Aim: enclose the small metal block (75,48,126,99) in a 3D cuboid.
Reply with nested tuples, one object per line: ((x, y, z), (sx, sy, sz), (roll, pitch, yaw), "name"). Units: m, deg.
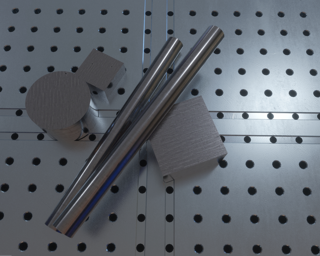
((-0.084, -0.077, 0.439), (0.050, 0.025, 0.050), (28, 72, 9), "small metal block")

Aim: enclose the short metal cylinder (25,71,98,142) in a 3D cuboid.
((-0.126, -0.027, 0.407), (0.081, 0.050, 0.080), (0, 70, 0), "short metal cylinder")

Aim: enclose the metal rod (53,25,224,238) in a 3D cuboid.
((-0.014, -0.009, 0.361), (0.025, 0.025, 0.300), (34, 73, 11), "metal rod")

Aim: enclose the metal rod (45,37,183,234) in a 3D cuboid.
((-0.051, -0.003, 0.412), (0.025, 0.025, 0.300), (28, 72, 10), "metal rod")

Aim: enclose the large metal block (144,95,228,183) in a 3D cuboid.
((0.028, 0.015, 0.393), (0.080, 0.050, 0.080), (-19, 71, -7), "large metal block")
